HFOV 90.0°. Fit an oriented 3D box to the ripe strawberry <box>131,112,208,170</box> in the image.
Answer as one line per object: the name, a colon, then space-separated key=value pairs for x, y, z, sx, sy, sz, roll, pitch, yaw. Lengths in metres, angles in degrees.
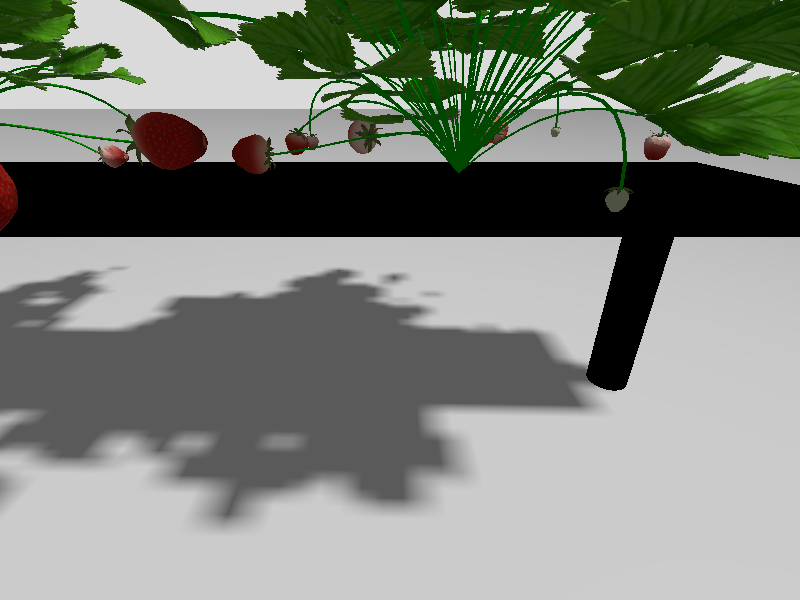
ripe strawberry: x=-0.189 y=-0.132 z=0.333 sx=0.052 sy=0.045 sz=0.052 roll=0 pitch=27 yaw=-2

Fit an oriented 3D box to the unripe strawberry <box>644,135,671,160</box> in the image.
unripe strawberry: x=0.254 y=-0.151 z=0.397 sx=0.023 sy=0.023 sz=0.025 roll=-9 pitch=28 yaw=-17

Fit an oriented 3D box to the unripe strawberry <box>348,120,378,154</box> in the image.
unripe strawberry: x=-0.042 y=-0.182 z=0.442 sx=0.033 sy=0.038 sz=0.036 roll=-18 pitch=32 yaw=-32

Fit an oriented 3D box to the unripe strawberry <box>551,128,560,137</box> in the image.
unripe strawberry: x=0.190 y=-0.205 z=0.489 sx=0.011 sy=0.011 sz=0.010 roll=20 pitch=33 yaw=33

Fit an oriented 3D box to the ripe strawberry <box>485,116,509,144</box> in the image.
ripe strawberry: x=0.132 y=-0.234 z=0.551 sx=0.034 sy=0.036 sz=0.037 roll=9 pitch=28 yaw=16

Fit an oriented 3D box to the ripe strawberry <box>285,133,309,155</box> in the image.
ripe strawberry: x=-0.111 y=-0.169 z=0.434 sx=0.023 sy=0.023 sz=0.025 roll=38 pitch=40 yaw=17

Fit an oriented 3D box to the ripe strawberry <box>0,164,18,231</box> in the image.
ripe strawberry: x=-0.189 y=-0.048 z=0.169 sx=0.044 sy=0.046 sz=0.040 roll=21 pitch=34 yaw=35

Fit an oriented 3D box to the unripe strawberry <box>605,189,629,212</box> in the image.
unripe strawberry: x=0.106 y=-0.049 z=0.196 sx=0.011 sy=0.011 sz=0.010 roll=-9 pitch=28 yaw=-18

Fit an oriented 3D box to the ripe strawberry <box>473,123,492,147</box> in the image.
ripe strawberry: x=0.098 y=-0.201 z=0.489 sx=0.032 sy=0.027 sz=0.032 roll=7 pitch=21 yaw=14

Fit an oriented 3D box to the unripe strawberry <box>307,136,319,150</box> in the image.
unripe strawberry: x=-0.097 y=-0.175 z=0.446 sx=0.015 sy=0.015 sz=0.014 roll=21 pitch=34 yaw=36

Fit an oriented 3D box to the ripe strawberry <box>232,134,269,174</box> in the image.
ripe strawberry: x=-0.120 y=-0.118 z=0.324 sx=0.029 sy=0.030 sz=0.026 roll=-2 pitch=27 yaw=-2

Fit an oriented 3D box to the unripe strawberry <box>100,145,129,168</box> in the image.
unripe strawberry: x=-0.251 y=-0.126 z=0.352 sx=0.019 sy=0.019 sz=0.021 roll=-2 pitch=27 yaw=-8
